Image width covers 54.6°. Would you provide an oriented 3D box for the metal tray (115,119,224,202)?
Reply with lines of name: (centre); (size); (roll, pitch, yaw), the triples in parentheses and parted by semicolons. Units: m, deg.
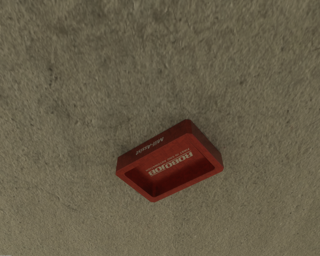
metal tray: (0.013, 0.052, 0.447); (0.130, 0.030, 0.090); (-30, 124, 23)
